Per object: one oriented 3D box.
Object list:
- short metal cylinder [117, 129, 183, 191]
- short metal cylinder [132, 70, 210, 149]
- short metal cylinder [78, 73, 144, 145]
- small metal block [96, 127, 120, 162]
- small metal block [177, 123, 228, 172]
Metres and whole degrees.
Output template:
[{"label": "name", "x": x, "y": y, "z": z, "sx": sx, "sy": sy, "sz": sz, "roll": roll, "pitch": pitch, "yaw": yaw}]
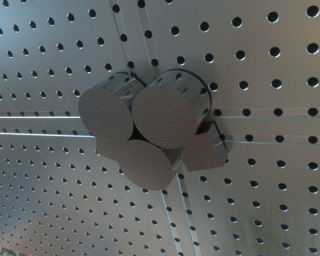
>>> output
[{"label": "short metal cylinder", "x": -0.010, "y": 0.037, "z": 0.419, "sx": 0.080, "sy": 0.050, "sz": 0.079, "roll": 13, "pitch": 124, "yaw": 21}, {"label": "short metal cylinder", "x": 0.014, "y": -0.022, "z": 0.369, "sx": 0.080, "sy": 0.050, "sz": 0.079, "roll": 13, "pitch": 124, "yaw": 21}, {"label": "short metal cylinder", "x": -0.058, "y": -0.025, "z": 0.405, "sx": 0.080, "sy": 0.050, "sz": 0.079, "roll": 13, "pitch": 124, "yaw": 21}, {"label": "small metal block", "x": -0.065, "y": 0.020, "z": 0.453, "sx": 0.050, "sy": 0.025, "sz": 0.050, "roll": 19, "pitch": 126, "yaw": 17}, {"label": "small metal block", "x": 0.052, "y": 0.026, "z": 0.395, "sx": 0.050, "sy": 0.025, "sz": 0.050, "roll": -15, "pitch": 111, "yaw": 34}]
